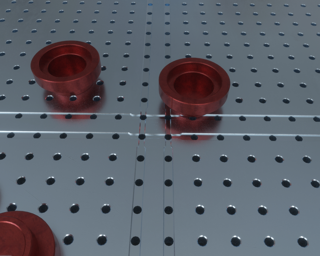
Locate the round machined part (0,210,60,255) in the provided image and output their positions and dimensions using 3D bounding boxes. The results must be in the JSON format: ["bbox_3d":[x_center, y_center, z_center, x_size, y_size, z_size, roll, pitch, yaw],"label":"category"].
[{"bbox_3d":[-0.149,0.123,0.291,0.099,0.042,0.098,0,50,0],"label":"round machined part"}]

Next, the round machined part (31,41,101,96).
[{"bbox_3d":[-0.138,-0.086,0.467,0.099,0.042,0.098,0,50,0],"label":"round machined part"}]

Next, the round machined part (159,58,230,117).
[{"bbox_3d":[0.047,-0.054,0.442,0.099,0.042,0.098,0,50,0],"label":"round machined part"}]
